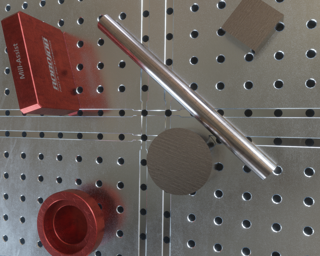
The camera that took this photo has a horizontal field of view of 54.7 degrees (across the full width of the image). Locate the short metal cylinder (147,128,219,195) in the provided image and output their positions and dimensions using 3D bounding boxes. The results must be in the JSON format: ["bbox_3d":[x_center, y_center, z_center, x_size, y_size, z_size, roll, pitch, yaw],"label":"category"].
[{"bbox_3d":[0.030,0.039,0.388,0.080,0.050,0.079,0,90,19],"label":"short metal cylinder"}]

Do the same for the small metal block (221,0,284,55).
[{"bbox_3d":[0.111,-0.125,0.373,0.050,0.025,0.050,41,103,15],"label":"small metal block"}]

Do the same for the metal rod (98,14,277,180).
[{"bbox_3d":[0.026,-0.049,0.402,0.300,0.025,0.025,44,104,14],"label":"metal rod"}]

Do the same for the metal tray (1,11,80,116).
[{"bbox_3d":[-0.163,-0.084,0.433,0.030,0.090,0.129,-16,85,19],"label":"metal tray"}]

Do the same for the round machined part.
[{"bbox_3d":[-0.123,0.136,0.445,0.098,0.042,0.097,0,90,19],"label":"round machined part"}]
